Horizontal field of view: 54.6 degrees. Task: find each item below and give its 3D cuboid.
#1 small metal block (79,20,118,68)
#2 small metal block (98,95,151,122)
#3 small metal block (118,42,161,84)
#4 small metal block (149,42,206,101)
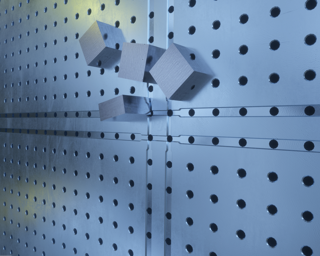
[{"bbox_3d":[-0.098,-0.132,0.492,0.050,0.025,0.050,-34,69,35],"label":"small metal block"},{"bbox_3d":[-0.049,-0.026,0.435,0.050,0.050,0.025,-14,81,39],"label":"small metal block"},{"bbox_3d":[-0.029,-0.091,0.435,0.050,0.025,0.050,17,101,39],"label":"small metal block"},{"bbox_3d":[0.021,-0.070,0.393,0.050,0.025,0.050,-47,62,30],"label":"small metal block"}]
